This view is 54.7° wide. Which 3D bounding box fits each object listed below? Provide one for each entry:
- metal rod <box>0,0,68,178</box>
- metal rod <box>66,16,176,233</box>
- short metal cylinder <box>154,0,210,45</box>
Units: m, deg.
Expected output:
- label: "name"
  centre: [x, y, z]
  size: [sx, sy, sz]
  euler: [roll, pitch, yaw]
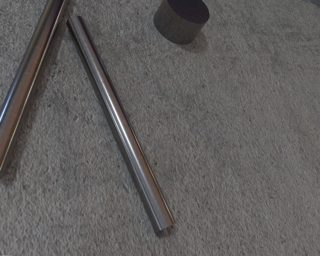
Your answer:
- label: "metal rod"
  centre: [-0.151, -0.082, 0.373]
  size: [0.025, 0.025, 0.300]
  euler: [17, 55, -19]
- label: "metal rod"
  centre: [-0.056, -0.018, 0.386]
  size: [0.025, 0.025, 0.299]
  euler: [-14, 69, -34]
- label: "short metal cylinder"
  centre: [0.036, -0.189, 0.524]
  size: [0.081, 0.050, 0.080]
  euler: [14, 56, -21]
